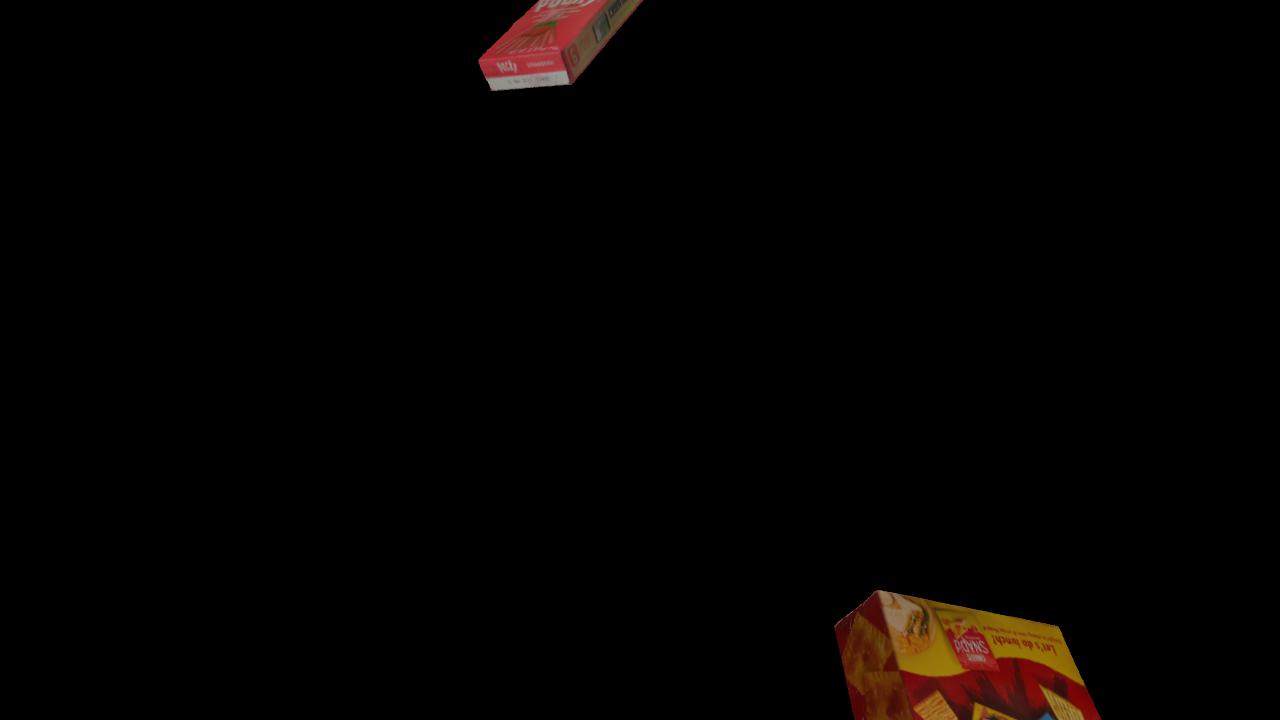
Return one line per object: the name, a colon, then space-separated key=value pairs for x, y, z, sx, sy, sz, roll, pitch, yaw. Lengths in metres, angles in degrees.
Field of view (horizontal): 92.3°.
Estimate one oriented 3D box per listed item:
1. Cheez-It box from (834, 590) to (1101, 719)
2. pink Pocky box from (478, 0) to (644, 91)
Cheez-It box: x=0.238 y=0.281 z=0.405 sx=0.166 sy=0.071 sz=0.223 roll=15 pitch=40 yaw=-11
pink Pocky box: x=-0.061 y=-0.281 z=0.516 sx=0.084 sy=0.155 sz=0.029 roll=10 pitch=-35 yaw=28
